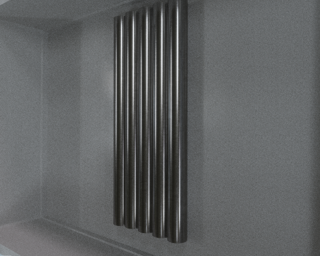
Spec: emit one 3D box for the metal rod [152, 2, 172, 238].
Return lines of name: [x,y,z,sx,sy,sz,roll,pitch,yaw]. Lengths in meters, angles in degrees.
metal rod: [0.003,-0.010,0.403,0.025,0.025,0.298,0,90,40]

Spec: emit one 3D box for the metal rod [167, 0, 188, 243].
metal rod: [0.022,-0.009,0.387,0.025,0.025,0.298,0,90,40]

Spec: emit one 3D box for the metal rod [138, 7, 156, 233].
metal rod: [-0.017,-0.011,0.419,0.025,0.025,0.298,0,90,40]

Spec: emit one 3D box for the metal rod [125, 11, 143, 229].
metal rod: [-0.037,-0.011,0.436,0.025,0.025,0.298,0,90,40]

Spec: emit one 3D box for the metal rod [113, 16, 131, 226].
metal rod: [-0.055,-0.010,0.451,0.025,0.025,0.298,0,90,40]
